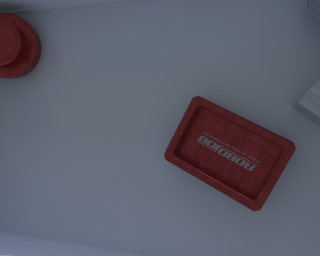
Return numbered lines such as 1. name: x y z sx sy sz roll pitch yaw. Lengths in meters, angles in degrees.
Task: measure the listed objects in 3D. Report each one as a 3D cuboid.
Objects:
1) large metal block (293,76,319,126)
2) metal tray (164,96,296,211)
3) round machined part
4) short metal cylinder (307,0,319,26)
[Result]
1. large metal block: 0.186 -0.040 0.316 0.050 0.080 0.080 40 103 15
2. metal tray: 0.082 0.028 0.378 0.130 0.030 0.090 29 99 17
3. round machined part: -0.235 -0.125 0.464 0.099 0.042 0.097 0 92 -4
4. short metal cylinder: 0.195 -0.138 0.305 0.050 0.080 0.079 -1 90 -17
